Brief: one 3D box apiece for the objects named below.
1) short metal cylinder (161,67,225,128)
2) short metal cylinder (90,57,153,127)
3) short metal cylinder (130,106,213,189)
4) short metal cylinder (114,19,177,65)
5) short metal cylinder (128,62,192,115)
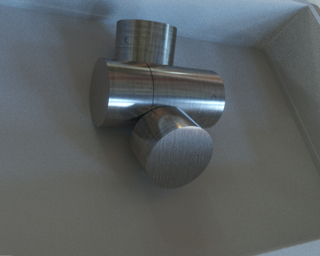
[{"bbox_3d":[0.042,-0.040,0.415,0.050,0.080,0.080,1,61,-27],"label":"short metal cylinder"},{"bbox_3d":[-0.048,-0.041,0.367,0.050,0.080,0.080,1,61,-27],"label":"short metal cylinder"},{"bbox_3d":[0.012,0.022,0.352,0.081,0.079,0.050,0,28,-28],"label":"short metal cylinder"},{"bbox_3d":[-0.020,-0.111,0.416,0.081,0.080,0.050,2,99,-27],"label":"short metal cylinder"},{"bbox_3d":[-0.003,-0.040,0.391,0.050,0.080,0.080,1,61,-27],"label":"short metal cylinder"}]
